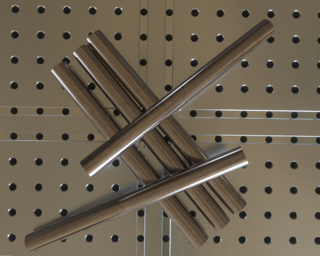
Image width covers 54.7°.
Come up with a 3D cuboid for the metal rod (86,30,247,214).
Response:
[{"bbox_3d":[0.009,-0.008,0.413,0.025,0.025,0.300,-40,91,0],"label":"metal rod"}]

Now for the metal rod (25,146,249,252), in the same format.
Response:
[{"bbox_3d":[-0.035,0.093,0.392,0.301,0.025,0.025,-24,90,8],"label":"metal rod"}]

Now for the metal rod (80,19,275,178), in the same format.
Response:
[{"bbox_3d":[0.028,-0.043,0.393,0.301,0.025,0.025,-38,90,-8],"label":"metal rod"}]

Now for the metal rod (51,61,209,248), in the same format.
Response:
[{"bbox_3d":[-0.040,0.036,0.413,0.025,0.025,0.300,-39,91,0],"label":"metal rod"}]

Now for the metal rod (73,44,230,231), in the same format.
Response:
[{"bbox_3d":[-0.011,0.013,0.413,0.025,0.025,0.300,-39,91,0],"label":"metal rod"}]
